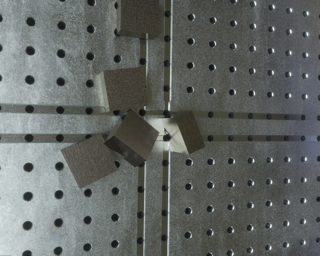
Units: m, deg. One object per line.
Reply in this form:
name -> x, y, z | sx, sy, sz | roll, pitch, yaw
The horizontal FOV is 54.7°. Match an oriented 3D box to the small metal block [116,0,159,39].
small metal block -> -0.029, -0.146, 0.402 | 0.050, 0.025, 0.050 | 1, 90, -21

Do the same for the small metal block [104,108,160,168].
small metal block -> -0.034, 0.012, 0.389 | 0.050, 0.025, 0.050 | 40, 45, -16

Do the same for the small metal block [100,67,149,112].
small metal block -> -0.046, -0.049, 0.396 | 0.050, 0.025, 0.050 | -10, 94, -20

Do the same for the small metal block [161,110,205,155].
small metal block -> 0.030, 0.005, 0.411 | 0.025, 0.050, 0.050 | -24, 98, -19

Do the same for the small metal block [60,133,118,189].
small metal block -> -0.087, 0.039, 0.381 | 0.050, 0.025, 0.050 | -26, 99, -18
